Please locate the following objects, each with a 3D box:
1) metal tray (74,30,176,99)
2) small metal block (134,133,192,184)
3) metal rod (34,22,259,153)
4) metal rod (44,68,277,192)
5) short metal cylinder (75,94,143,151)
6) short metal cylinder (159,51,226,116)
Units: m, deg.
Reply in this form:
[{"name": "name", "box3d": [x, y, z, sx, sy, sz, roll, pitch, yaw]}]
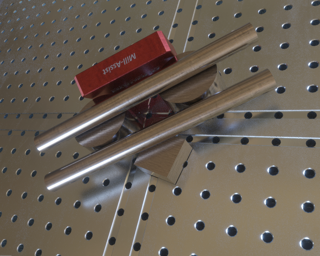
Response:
[{"name": "metal tray", "box3d": [-0.041, -0.081, 0.434, 0.130, 0.090, 0.030, -25, 85, 12]}, {"name": "small metal block", "box3d": [0.004, 0.035, 0.382, 0.050, 0.025, 0.050, 16, 70, 34]}, {"name": "metal rod", "box3d": [-0.025, -0.044, 0.381, 0.301, 0.025, 0.025, -26, 53, 11]}, {"name": "metal rod", "box3d": [-0.009, 0.008, 0.373, 0.301, 0.025, 0.025, -25, 53, 12]}, {"name": "short metal cylinder", "box3d": [-0.070, 0.001, 0.427, 0.080, 0.050, 0.080, -13, 56, 20]}, {"name": "short metal cylinder", "box3d": [0.042, -0.053, 0.402, 0.080, 0.050, 0.080, -13, 56, 20]}]
